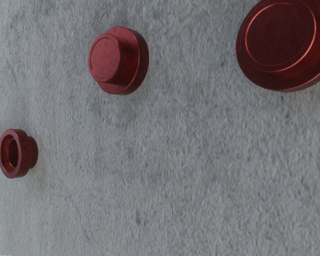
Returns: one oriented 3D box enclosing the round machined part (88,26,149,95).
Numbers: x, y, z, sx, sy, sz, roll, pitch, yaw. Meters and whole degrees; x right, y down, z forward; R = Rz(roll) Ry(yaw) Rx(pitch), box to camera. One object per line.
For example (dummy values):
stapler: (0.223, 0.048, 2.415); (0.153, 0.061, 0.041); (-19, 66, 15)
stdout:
round machined part: (-0.066, -0.098, 0.446); (0.098, 0.042, 0.097); (0, 90, 39)

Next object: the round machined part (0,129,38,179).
round machined part: (-0.282, 0.050, 0.622); (0.098, 0.042, 0.097); (0, 90, 39)

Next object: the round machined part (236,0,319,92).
round machined part: (0.118, -0.085, 0.296); (0.098, 0.042, 0.097); (0, 90, 39)
